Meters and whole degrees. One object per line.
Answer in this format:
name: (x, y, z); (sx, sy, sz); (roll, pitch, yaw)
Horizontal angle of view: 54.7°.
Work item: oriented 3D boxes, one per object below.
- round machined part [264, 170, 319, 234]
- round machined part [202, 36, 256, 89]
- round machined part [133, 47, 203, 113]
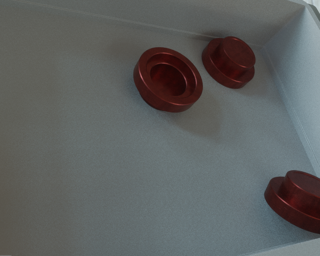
round machined part: (0.196, 0.092, 0.416); (0.099, 0.042, 0.098); (14, 21, -5)
round machined part: (0.126, -0.120, 0.538); (0.099, 0.042, 0.098); (14, 56, -21)
round machined part: (0.008, -0.063, 0.439); (0.099, 0.042, 0.098); (14, 56, -21)
